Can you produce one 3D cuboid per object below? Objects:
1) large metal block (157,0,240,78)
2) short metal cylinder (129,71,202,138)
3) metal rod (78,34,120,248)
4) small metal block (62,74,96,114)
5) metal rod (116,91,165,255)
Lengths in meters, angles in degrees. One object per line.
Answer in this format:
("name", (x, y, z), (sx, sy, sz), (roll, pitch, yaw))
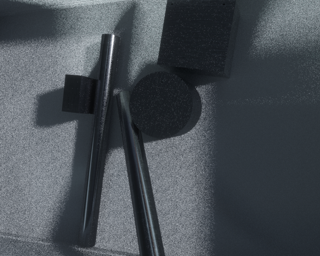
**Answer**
("large metal block", (0.049, -0.109, 0.380), (0.080, 0.050, 0.079), (10, 93, 19))
("short metal cylinder", (0.008, -0.028, 0.394), (0.080, 0.050, 0.079), (0, 90, 19))
("metal rod", (-0.087, 0.019, 0.439), (0.025, 0.025, 0.298), (8, 93, 19))
("small metal block", (-0.109, -0.046, 0.434), (0.025, 0.050, 0.050), (7, 93, 19))
("metal rod", (-0.019, 0.079, 0.347), (0.025, 0.025, 0.299), (-25, 55, 18))
